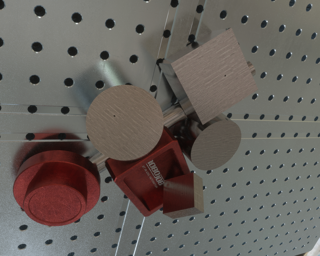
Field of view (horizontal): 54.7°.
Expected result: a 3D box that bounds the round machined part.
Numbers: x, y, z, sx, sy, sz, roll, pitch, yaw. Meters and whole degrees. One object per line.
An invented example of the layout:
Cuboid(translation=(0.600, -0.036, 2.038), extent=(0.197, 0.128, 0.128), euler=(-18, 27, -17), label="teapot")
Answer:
Cuboid(translation=(-0.121, 0.077, 0.365), extent=(0.099, 0.042, 0.097), euler=(-5, 124, -7), label="round machined part")

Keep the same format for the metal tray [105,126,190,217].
Cuboid(translation=(-0.007, 0.065, 0.425), extent=(0.090, 0.030, 0.130), euler=(-33, 142, -7), label="metal tray")

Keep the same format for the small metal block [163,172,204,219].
Cuboid(translation=(0.032, 0.095, 0.434), extent=(0.050, 0.050, 0.025), euler=(-21, 139, 30), label="small metal block")

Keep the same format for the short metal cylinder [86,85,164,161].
Cuboid(translation=(-0.037, -0.003, 0.346), extent=(0.081, 0.050, 0.080), euler=(0, 82, -3), label="short metal cylinder")

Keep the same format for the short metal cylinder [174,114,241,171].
Cuboid(translation=(0.066, 0.013, 0.438), extent=(0.081, 0.050, 0.079), euler=(-14, 124, -21), label="short metal cylinder")

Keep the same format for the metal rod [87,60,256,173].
Cuboid(translation=(-0.003, -0.003, 0.410), extent=(0.301, 0.025, 0.025), euler=(-32, 129, -7), label="metal rod")

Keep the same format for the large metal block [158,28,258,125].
Cuboid(translation=(0.057, -0.062, 0.372), extent=(0.080, 0.050, 0.080), euler=(-32, 109, -7), label="large metal block")
